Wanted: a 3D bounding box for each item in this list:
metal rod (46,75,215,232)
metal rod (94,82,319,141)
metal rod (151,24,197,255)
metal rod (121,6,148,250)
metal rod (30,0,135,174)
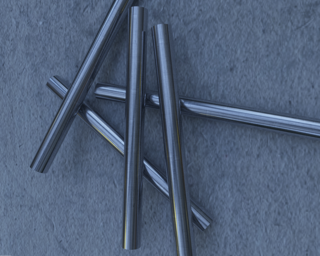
[{"bbox_3d":[-0.049,0.026,0.425,0.300,0.025,0.025,41,103,15],"label":"metal rod"},{"bbox_3d":[0.054,-0.024,0.389,0.301,0.025,0.025,12,94,19],"label":"metal rod"},{"bbox_3d":[0.017,0.025,0.374,0.025,0.025,0.298,-7,88,19],"label":"metal rod"},{"bbox_3d":[-0.032,0.001,0.391,0.025,0.025,0.298,2,91,19],"label":"metal rod"},{"bbox_3d":[-0.098,-0.077,0.421,0.025,0.025,0.299,27,91,17],"label":"metal rod"}]
